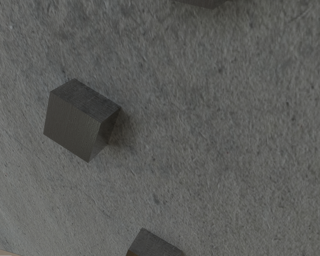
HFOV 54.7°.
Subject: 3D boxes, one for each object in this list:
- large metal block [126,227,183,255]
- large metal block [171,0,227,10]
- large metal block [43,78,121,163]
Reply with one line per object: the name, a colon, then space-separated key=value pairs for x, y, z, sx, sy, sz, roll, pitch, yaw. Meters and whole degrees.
large metal block: x=-0.017 y=0.235 z=0.543 sx=0.080 sy=0.050 sz=0.079 roll=27 pitch=128 yaw=10
large metal block: x=0.025 y=-0.160 z=0.278 sx=0.080 sy=0.050 sz=0.079 roll=20 pitch=126 yaw=16
large metal block: x=-0.112 y=-0.011 z=0.441 sx=0.080 sy=0.050 sz=0.079 roll=32 pitch=128 yaw=7
